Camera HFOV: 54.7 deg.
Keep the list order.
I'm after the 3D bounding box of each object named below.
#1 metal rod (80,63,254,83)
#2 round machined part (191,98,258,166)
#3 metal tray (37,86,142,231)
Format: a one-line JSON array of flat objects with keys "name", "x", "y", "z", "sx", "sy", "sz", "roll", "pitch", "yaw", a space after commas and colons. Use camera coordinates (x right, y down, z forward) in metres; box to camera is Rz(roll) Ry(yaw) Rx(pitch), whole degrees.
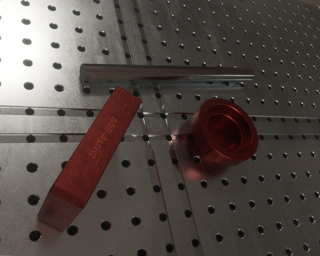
[{"name": "metal rod", "x": 0.030, "y": -0.083, "z": 0.476, "sx": 0.303, "sy": 0.025, "sz": 0.025, "roll": -6, "pitch": 65, "yaw": -31}, {"name": "round machined part", "x": 0.087, "y": 0.009, "z": 0.440, "sx": 0.099, "sy": 0.042, "sz": 0.098, "roll": 14, "pitch": 56, "yaw": -21}, {"name": "metal tray", "x": -0.069, "y": 0.029, "z": 0.312, "sx": 0.030, "sy": 0.090, "sz": 0.130, "roll": 31, "pitch": 52, "yaw": -9}]
